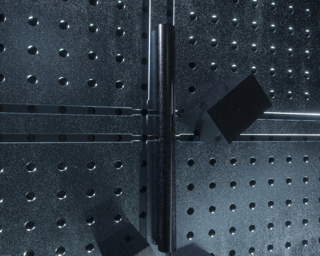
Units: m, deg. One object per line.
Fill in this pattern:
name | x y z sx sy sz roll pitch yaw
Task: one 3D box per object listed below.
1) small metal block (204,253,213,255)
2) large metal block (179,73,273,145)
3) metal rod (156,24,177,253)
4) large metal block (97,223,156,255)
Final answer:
small metal block | 0.061 0.202 0.422 0.050 0.050 0.025 -15 95 -20
large metal block | 0.085 -0.024 0.415 0.080 0.080 0.050 -40 103 -16
metal rod | 0.008 0.014 0.415 0.025 0.025 0.298 -1 90 -20
large metal block | -0.028 0.174 0.373 0.050 0.080 0.080 -28 100 -18
